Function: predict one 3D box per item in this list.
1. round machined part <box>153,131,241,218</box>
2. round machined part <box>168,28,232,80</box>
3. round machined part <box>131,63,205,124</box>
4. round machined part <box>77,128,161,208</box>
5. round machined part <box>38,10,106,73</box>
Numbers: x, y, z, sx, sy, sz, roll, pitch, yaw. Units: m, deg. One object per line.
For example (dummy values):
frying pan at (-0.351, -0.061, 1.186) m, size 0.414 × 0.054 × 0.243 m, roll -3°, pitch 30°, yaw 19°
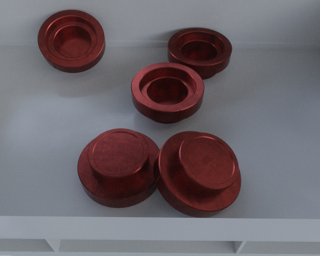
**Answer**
round machined part at (0.046, 0.044, 0.339) m, size 0.099 × 0.042 × 0.098 m, roll 11°, pitch 53°, yaw -15°
round machined part at (0.061, -0.114, 0.490) m, size 0.099 × 0.042 × 0.098 m, roll 0°, pitch 50°, yaw 0°
round machined part at (0.010, -0.044, 0.431) m, size 0.099 × 0.042 × 0.098 m, roll 0°, pitch 50°, yaw 0°
round machined part at (-0.046, 0.039, 0.361) m, size 0.099 × 0.042 × 0.098 m, roll 0°, pitch 50°, yaw 0°
round machined part at (-0.135, -0.131, 0.486) m, size 0.099 × 0.042 × 0.098 m, roll 1°, pitch 76°, yaw -5°
